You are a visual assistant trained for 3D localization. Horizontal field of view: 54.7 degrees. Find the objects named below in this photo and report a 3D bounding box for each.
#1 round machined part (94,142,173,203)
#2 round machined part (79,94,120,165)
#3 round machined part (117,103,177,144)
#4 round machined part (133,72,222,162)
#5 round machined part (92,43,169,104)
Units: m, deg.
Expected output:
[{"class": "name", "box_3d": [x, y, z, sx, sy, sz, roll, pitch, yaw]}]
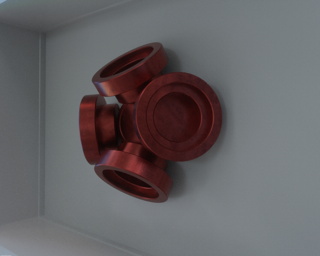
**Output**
[{"class": "round machined part", "box_3d": [-0.029, 0.053, 0.391, 0.098, 0.098, 0.042, -2, 53, 39]}, {"class": "round machined part", "box_3d": [-0.077, 0.001, 0.431, 0.042, 0.098, 0.097, -5, 86, 2]}, {"class": "round machined part", "box_3d": [-0.018, -0.007, 0.406, 0.098, 0.042, 0.097, 0, 90, 39]}, {"class": "round machined part", "box_3d": [0.017, -0.012, 0.354, 0.042, 0.099, 0.097, 171, 97, -75]}, {"class": "round machined part", "box_3d": [-0.033, -0.066, 0.394, 0.098, 0.098, 0.042, -5, 125, 39]}]
